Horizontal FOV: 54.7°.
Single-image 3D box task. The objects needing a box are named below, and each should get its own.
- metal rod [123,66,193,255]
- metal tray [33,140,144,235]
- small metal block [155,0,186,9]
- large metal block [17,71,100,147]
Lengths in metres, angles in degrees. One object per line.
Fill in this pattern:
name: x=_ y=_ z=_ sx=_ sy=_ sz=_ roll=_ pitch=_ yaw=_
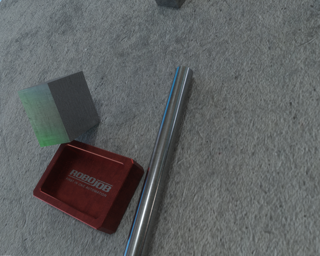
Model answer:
metal rod: x=-0.003 y=0.053 z=0.371 sx=0.025 sy=0.025 sz=0.300 roll=2 pitch=62 yaw=29
metal tray: x=-0.096 y=0.070 z=0.405 sx=0.130 sy=0.030 sz=0.090 roll=14 pitch=68 yaw=33
small metal block: x=0.023 y=-0.237 z=0.536 sx=0.050 sy=0.025 sz=0.050 roll=25 pitch=75 yaw=36
large metal block: x=-0.137 y=-0.029 z=0.435 sx=0.050 sy=0.080 sz=0.080 roll=-10 pitch=17 yaw=23
